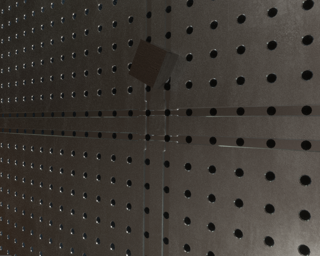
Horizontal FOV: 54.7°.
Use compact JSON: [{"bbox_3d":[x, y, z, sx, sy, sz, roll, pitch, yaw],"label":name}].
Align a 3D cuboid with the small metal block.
[{"bbox_3d":[-0.009,-0.085,0.415,0.050,0.025,0.050,34,111,34],"label":"small metal block"}]
